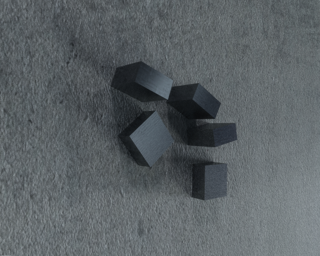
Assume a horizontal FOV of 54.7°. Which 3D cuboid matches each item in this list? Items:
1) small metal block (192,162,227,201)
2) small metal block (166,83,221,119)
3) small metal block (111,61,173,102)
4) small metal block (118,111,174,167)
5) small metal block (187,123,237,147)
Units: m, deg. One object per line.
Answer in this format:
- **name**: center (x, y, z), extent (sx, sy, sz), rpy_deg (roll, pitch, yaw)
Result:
- **small metal block**: center (0.075, 0.079, 0.468), extent (0.050, 0.025, 0.050), rpy_deg (1, 89, -40)
- **small metal block**: center (0.046, -0.035, 0.427), extent (0.050, 0.050, 0.025), rpy_deg (35, 68, -35)
- **small metal block**: center (-0.022, -0.053, 0.370), extent (0.050, 0.050, 0.025), rpy_deg (25, 75, -37)
- **small metal block**: center (-0.016, 0.013, 0.391), extent (0.050, 0.025, 0.050), rpy_deg (-46, 118, -30)
- **small metal block**: center (0.076, 0.009, 0.451), extent (0.050, 0.050, 0.025), rpy_deg (-13, 99, -39)
